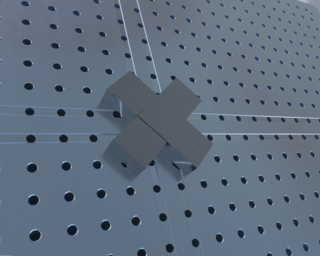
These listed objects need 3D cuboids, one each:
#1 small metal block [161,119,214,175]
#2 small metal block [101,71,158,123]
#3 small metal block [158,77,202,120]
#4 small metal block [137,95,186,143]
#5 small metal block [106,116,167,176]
[{"bbox_3d":[0.036,0.025,0.413,0.050,0.025,0.050,42,51,0],"label":"small metal block"},{"bbox_3d":[-0.040,-0.041,0.413,0.050,0.025,0.050,42,51,0],"label":"small metal block"},{"bbox_3d":[0.025,-0.037,0.445,0.050,0.025,0.050,42,51,0],"label":"small metal block"},{"bbox_3d":[-0.002,-0.008,0.412,0.050,0.025,0.050,42,51,0],"label":"small metal block"},{"bbox_3d":[-0.028,0.021,0.381,0.050,0.025,0.050,42,51,0],"label":"small metal block"}]
